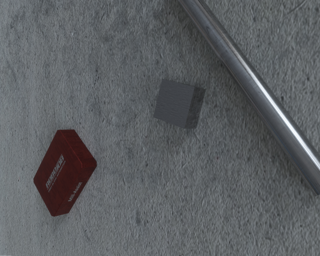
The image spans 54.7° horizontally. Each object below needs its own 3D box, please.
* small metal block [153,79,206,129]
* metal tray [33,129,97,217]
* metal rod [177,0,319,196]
[{"bbox_3d":[0.024,-0.030,0.384,0.050,0.025,0.050,22,104,37],"label":"small metal block"},{"bbox_3d":[-0.168,0.078,0.537,0.090,0.030,0.129,48,118,29],"label":"metal tray"},{"bbox_3d":[0.084,-0.066,0.334,0.025,0.025,0.299,-43,65,31],"label":"metal rod"}]
